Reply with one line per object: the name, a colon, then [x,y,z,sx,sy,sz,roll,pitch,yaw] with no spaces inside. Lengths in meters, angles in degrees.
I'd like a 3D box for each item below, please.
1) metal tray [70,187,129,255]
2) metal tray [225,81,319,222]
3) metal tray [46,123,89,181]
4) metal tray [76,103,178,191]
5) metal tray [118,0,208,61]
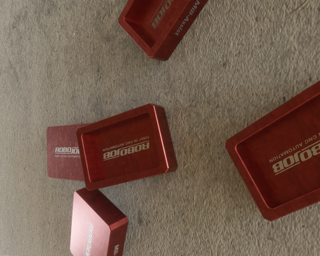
metal tray: [-0.094,0.161,0.461,0.090,0.030,0.129,33,124,35]
metal tray: [0.136,0.020,0.288,0.130,0.030,0.090,-38,67,33]
metal tray: [-0.141,0.040,0.518,0.130,0.030,0.089,-3,88,40]
metal tray: [-0.048,0.028,0.421,0.130,0.030,0.090,-17,80,24]
metal tray: [0.008,-0.164,0.394,0.090,0.030,0.129,52,120,27]
